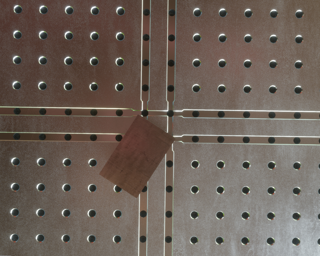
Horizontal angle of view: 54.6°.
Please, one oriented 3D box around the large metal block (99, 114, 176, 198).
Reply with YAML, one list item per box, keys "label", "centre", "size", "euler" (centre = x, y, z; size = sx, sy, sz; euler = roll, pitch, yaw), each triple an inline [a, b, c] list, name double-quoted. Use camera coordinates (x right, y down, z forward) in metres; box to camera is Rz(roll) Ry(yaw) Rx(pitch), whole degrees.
- label: "large metal block"
  centre: [-0.025, 0.031, 0.386]
  size: [0.050, 0.080, 0.080]
  euler: [33, 90, 0]
